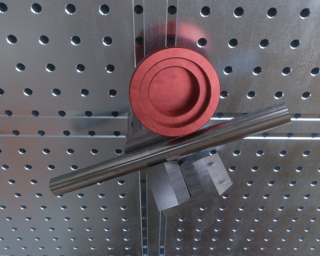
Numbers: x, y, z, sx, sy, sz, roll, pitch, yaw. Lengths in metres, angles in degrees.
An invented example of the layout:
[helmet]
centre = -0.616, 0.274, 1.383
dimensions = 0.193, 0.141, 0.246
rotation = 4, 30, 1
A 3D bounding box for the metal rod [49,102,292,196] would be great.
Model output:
[metal rod]
centre = 0.000, 0.031, 0.371
dimensions = 0.301, 0.025, 0.025
rotation = -19, 128, 15

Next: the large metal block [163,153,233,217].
[large metal block]
centre = 0.046, 0.077, 0.431
dimensions = 0.080, 0.050, 0.080
rotation = -28, 170, 22

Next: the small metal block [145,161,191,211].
[small metal block]
centre = 0.010, 0.068, 0.373
dimensions = 0.025, 0.050, 0.050
rotation = -23, 169, 18

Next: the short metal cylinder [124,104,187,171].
[short metal cylinder]
centre = -0.004, 0.013, 0.406
dimensions = 0.081, 0.050, 0.079
rotation = 0, 130, 0

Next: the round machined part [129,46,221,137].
[round machined part]
centre = 0.015, -0.043, 0.349
dimensions = 0.099, 0.042, 0.097
rotation = -2, 108, -6
